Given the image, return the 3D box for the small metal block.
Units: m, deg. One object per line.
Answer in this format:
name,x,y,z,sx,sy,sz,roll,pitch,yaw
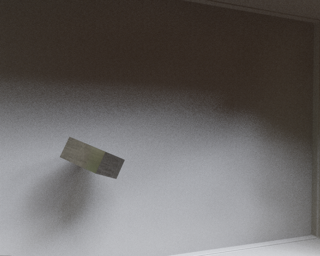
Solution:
small metal block,-0.077,0.035,0.359,0.050,0.050,0.025,20,81,22
